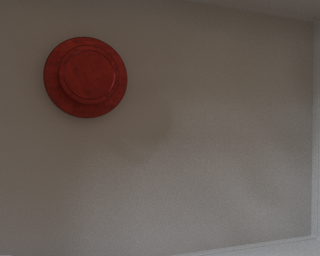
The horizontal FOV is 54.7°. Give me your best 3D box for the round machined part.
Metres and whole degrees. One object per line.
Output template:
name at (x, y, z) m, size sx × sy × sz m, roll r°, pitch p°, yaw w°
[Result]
round machined part at (-0.087, -0.060, 0.370) m, size 0.099 × 0.042 × 0.097 m, roll 0°, pitch 90°, yaw -21°
